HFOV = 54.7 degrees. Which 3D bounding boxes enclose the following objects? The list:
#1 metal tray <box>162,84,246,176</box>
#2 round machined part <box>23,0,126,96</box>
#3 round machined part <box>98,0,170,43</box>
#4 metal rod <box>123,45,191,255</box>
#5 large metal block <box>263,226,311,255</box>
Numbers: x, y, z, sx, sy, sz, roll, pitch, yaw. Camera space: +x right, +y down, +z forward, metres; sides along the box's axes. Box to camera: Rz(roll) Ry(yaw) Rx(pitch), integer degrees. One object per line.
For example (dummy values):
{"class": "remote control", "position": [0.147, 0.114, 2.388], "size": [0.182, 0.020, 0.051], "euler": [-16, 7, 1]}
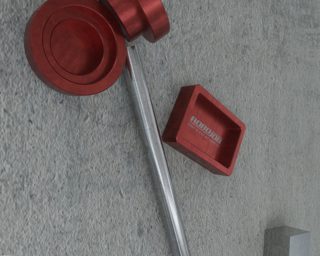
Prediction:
{"class": "metal tray", "position": [0.070, 0.006, 0.459], "size": [0.130, 0.030, 0.090], "euler": [34, 69, -35]}
{"class": "round machined part", "position": [-0.088, -0.081, 0.317], "size": [0.099, 0.042, 0.097], "euler": [-3, 94, -37]}
{"class": "round machined part", "position": [-0.035, -0.133, 0.336], "size": [0.042, 0.098, 0.098], "euler": [-36, 116, -3]}
{"class": "metal rod", "position": [-0.003, 0.045, 0.401], "size": [0.025, 0.025, 0.298], "euler": [-24, 105, -38]}
{"class": "large metal block", "position": [0.242, 0.237, 0.592], "size": [0.081, 0.050, 0.080], "euler": [9, 85, -40]}
